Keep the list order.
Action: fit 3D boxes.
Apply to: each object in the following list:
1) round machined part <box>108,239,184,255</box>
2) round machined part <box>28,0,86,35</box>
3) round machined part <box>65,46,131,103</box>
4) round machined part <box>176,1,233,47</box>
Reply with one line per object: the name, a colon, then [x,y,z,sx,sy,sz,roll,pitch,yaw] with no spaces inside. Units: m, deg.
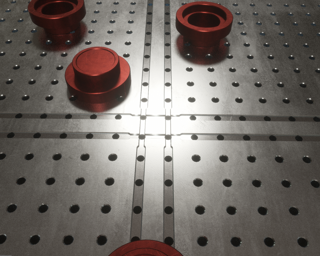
round machined part: [-0.013,0.147,0.273,0.099,0.042,0.098,0,50,0]
round machined part: [-0.186,-0.209,0.570,0.099,0.042,0.098,0,50,0]
round machined part: [-0.094,-0.086,0.468,0.099,0.042,0.098,0,50,0]
round machined part: [0.077,-0.181,0.550,0.099,0.042,0.098,0,50,0]
